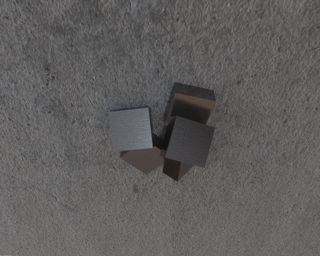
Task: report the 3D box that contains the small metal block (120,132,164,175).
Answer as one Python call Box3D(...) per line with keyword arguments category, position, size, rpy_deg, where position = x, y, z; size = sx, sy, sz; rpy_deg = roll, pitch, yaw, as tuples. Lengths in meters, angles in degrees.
Box3D(category="small metal block", position=(-0.019, 0.033, 0.437), size=(0.050, 0.025, 0.050), rpy_deg=(-37, 122, 27))

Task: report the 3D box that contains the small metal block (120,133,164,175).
Box3D(category="small metal block", position=(-0.020, 0.033, 0.437), size=(0.050, 0.025, 0.050), rpy_deg=(-37, 121, 27))

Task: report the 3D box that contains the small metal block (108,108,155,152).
Box3D(category="small metal block", position=(-0.035, 0.002, 0.393), size=(0.050, 0.025, 0.050), rpy_deg=(-6, 92, 4))

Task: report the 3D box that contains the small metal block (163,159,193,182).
Box3D(category="small metal block", position=(0.031, 0.036, 0.421), size=(0.025, 0.050, 0.050), rpy_deg=(30, 135, 25))

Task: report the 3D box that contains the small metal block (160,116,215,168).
Box3D(category="small metal block", position=(0.033, 0.017, 0.373), size=(0.050, 0.025, 0.050), rpy_deg=(17, 85, -14))

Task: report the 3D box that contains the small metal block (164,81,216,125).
Box3D(category="small metal block", position=(0.036, -0.026, 0.388), size=(0.050, 0.025, 0.050), rpy_deg=(11, 129, -10))
